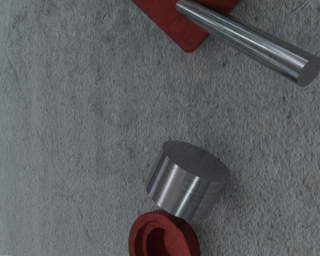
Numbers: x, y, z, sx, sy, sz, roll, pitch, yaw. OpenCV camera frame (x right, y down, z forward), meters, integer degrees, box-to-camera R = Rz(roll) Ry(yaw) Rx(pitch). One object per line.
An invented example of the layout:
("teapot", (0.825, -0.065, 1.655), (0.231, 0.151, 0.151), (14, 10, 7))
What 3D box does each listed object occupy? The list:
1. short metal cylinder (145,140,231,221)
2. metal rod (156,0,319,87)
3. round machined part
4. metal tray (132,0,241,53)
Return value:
("short metal cylinder", (0.030, 0.056, 0.344), (0.080, 0.081, 0.050), (37, 113, 34))
("metal rod", (0.039, -0.125, 0.334), (0.300, 0.025, 0.025), (48, 119, 42))
("round machined part", (0.010, 0.150, 0.386), (0.098, 0.042, 0.097), (0, 90, 40))
("metal tray", (0.019, -0.162, 0.348), (0.130, 0.030, 0.090), (44, 120, -1))
